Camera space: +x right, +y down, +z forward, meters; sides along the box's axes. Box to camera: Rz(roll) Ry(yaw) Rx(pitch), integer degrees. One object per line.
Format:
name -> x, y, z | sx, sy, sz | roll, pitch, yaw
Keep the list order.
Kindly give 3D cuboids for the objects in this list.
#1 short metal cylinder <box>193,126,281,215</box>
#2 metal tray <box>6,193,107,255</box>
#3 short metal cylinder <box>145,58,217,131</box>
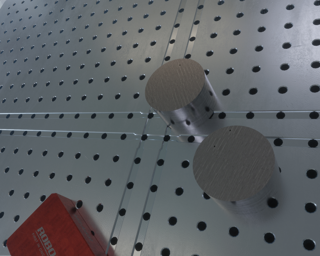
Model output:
short metal cylinder -> 0.081, 0.044, 0.323 | 0.080, 0.050, 0.080 | -13, 56, 21
metal tray -> -0.125, 0.154, 0.376 | 0.090, 0.030, 0.130 | -46, 51, -5
short metal cylinder -> 0.028, -0.043, 0.404 | 0.080, 0.050, 0.080 | -13, 56, 21
